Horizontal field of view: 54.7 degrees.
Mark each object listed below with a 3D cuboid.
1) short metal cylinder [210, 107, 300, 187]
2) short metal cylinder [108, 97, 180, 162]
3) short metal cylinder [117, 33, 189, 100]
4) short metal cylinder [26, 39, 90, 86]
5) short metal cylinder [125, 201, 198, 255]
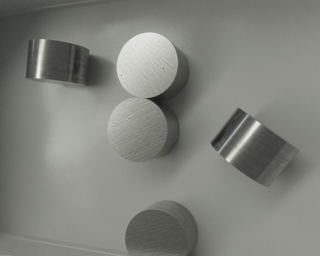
[{"bbox_3d":[0.104,0.020,0.344,0.080,0.080,0.050,39,102,16],"label":"short metal cylinder"},{"bbox_3d":[-0.020,0.002,0.404,0.080,0.050,0.080,0,90,20],"label":"short metal cylinder"},{"bbox_3d":[-0.008,-0.076,0.400,0.080,0.050,0.080,0,90,20],"label":"short metal cylinder"},{"bbox_3d":[-0.141,-0.088,0.431,0.080,0.080,0.050,7,92,20],"label":"short metal cylinder"},{"bbox_3d":[0.003,0.138,0.396,0.080,0.050,0.080,0,90,20],"label":"short metal cylinder"}]
